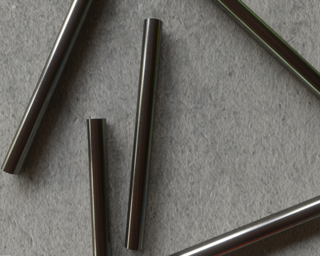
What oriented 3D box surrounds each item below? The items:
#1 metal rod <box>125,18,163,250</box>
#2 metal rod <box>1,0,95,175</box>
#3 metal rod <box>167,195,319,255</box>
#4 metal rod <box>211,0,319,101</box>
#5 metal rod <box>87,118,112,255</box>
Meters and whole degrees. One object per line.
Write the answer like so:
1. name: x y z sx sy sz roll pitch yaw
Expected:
1. metal rod: -0.021 0.008 0.409 0.025 0.025 0.298 5 90 -1
2. metal rod: -0.138 -0.081 0.408 0.025 0.025 0.299 23 90 -1
3. metal rod: 0.089 0.153 0.411 0.301 0.025 0.025 -22 90 -1
4. metal rod: 0.126 -0.134 0.411 0.300 0.025 0.025 42 90 -1
5. metal rod: -0.077 0.137 0.409 0.025 0.025 0.298 -3 90 -1
